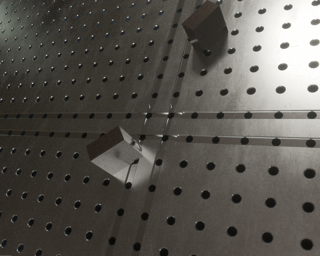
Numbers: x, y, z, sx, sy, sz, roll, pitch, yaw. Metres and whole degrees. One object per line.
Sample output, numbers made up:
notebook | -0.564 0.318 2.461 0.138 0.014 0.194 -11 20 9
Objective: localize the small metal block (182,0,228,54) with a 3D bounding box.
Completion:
small metal block | 0.066 -0.144 0.445 0.050 0.050 0.025 -44 51 -3

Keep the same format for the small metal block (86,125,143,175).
small metal block | -0.058 0.030 0.403 0.050 0.050 0.025 -32 52 7
